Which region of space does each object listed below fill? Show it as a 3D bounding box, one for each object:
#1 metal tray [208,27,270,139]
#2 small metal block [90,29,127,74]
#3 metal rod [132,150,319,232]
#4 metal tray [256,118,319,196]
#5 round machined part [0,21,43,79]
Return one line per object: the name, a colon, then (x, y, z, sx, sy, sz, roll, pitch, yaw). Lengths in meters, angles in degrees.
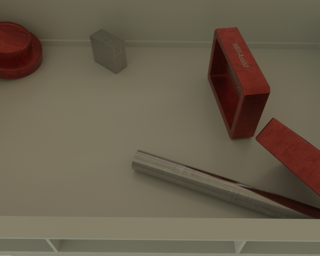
metal tray: (0.099, -0.062, 0.415, 0.030, 0.089, 0.130, -6, 50, -6)
small metal block: (-0.081, -0.121, 0.489, 0.050, 0.050, 0.025, 33, 57, 24)
metal rod: (0.112, 0.080, 0.339, 0.301, 0.025, 0.025, 17, 52, 13)
metal tray: (0.167, 0.047, 0.310, 0.090, 0.030, 0.130, 24, 19, -38)
round machined part: (-0.236, -0.127, 0.481, 0.099, 0.042, 0.098, 9, 55, -13)
